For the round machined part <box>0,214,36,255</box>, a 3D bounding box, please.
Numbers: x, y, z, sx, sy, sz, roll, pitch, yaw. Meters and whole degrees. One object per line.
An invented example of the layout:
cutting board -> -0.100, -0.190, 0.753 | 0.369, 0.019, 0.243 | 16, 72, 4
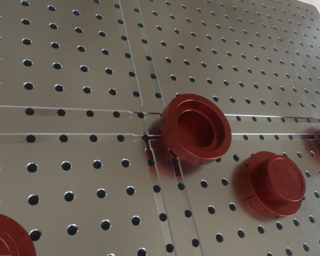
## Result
round machined part -> -0.151, 0.115, 0.246 | 0.099, 0.042, 0.098 | 14, 56, -21

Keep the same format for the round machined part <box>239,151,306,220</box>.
round machined part -> 0.167, 0.077, 0.443 | 0.099, 0.042, 0.098 | 14, 56, -21

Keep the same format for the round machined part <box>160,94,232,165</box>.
round machined part -> 0.044, 0.005, 0.420 | 0.099, 0.042, 0.098 | 14, 56, -21
